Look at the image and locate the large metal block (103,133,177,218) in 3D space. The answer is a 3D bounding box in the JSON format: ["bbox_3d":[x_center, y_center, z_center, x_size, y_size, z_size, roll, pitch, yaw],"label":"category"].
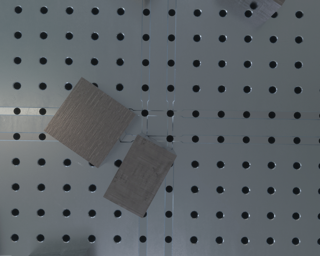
[{"bbox_3d":[-0.022,0.054,0.386,0.050,0.080,0.080,29,90,0],"label":"large metal block"}]

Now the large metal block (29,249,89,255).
[{"bbox_3d":[-0.135,0.209,0.400,0.080,0.050,0.080,-6,90,0],"label":"large metal block"}]

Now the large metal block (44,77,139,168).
[{"bbox_3d":[-0.085,-0.007,0.400,0.080,0.050,0.080,35,90,0],"label":"large metal block"}]

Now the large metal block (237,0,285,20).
[{"bbox_3d":[0.137,-0.204,0.402,0.080,0.050,0.080,34,90,0],"label":"large metal block"}]
